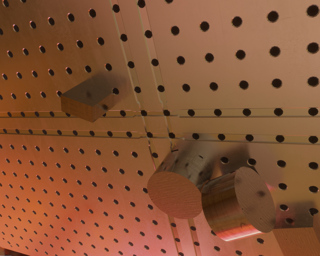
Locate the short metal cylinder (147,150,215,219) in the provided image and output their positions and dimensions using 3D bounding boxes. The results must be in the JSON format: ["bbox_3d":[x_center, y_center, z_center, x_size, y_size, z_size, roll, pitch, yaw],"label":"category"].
[{"bbox_3d":[0.029,0.078,0.428,0.080,0.050,0.079,13,124,21],"label":"short metal cylinder"}]

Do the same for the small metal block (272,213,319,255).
[{"bbox_3d":[0.180,0.140,0.403,0.050,0.025,0.050,-16,110,34],"label":"small metal block"}]

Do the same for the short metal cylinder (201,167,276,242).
[{"bbox_3d":[0.097,0.094,0.382,0.050,0.080,0.080,-33,100,38],"label":"short metal cylinder"}]

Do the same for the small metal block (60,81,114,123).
[{"bbox_3d":[-0.098,-0.037,0.424,0.050,0.050,0.025,20,126,16],"label":"small metal block"}]
